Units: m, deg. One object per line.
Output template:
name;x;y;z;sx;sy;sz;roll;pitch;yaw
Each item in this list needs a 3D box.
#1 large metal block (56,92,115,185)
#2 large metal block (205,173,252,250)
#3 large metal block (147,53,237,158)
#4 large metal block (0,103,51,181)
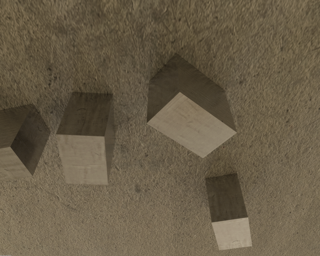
large metal block;-0.086;0.012;0.381;0.050;0.080;0.079;3;130;-2
large metal block;0.106;0.130;0.483;0.050;0.080;0.080;-11;129;9
large metal block;0.033;-0.026;0.349;0.080;0.080;0.050;32;123;-25
large metal block;-0.195;0.020;0.386;0.080;0.080;0.050;-10;130;8
